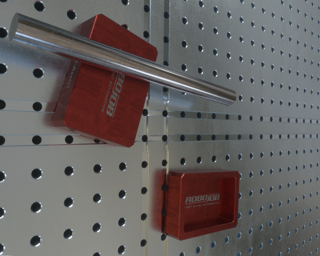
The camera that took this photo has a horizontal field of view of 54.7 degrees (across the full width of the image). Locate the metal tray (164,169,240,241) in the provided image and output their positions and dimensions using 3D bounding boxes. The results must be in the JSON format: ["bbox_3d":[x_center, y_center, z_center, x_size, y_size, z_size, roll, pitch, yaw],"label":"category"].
[{"bbox_3d":[0.067,0.109,0.464,0.131,0.030,0.089,5,87,-40],"label":"metal tray"}]

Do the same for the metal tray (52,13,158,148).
[{"bbox_3d":[-0.059,-0.051,0.358,0.090,0.030,0.129,23,76,-38],"label":"metal tray"}]

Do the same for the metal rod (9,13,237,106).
[{"bbox_3d":[-0.011,-0.066,0.361,0.302,0.025,0.025,10,84,-40],"label":"metal rod"}]
